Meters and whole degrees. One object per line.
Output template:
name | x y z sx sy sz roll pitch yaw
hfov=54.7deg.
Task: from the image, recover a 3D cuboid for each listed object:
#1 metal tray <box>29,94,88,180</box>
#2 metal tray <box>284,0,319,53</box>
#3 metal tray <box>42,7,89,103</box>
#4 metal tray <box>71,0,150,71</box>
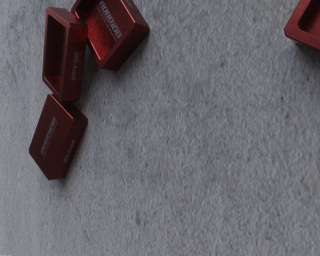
metal tray | -0.184 0.016 0.550 0.090 0.030 0.129 41 114 32
metal tray | 0.178 -0.118 0.254 0.090 0.030 0.129 39 114 32
metal tray | -0.158 -0.118 0.504 0.090 0.030 0.129 42 128 38
metal tray | -0.079 -0.162 0.463 0.090 0.030 0.130 -43 65 31
